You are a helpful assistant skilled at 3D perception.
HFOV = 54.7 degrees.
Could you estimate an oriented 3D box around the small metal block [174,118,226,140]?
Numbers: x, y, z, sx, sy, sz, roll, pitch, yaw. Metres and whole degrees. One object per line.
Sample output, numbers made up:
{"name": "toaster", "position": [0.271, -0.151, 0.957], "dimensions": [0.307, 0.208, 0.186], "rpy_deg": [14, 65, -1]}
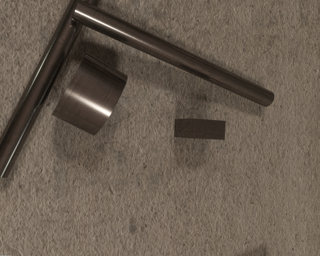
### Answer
{"name": "small metal block", "position": [0.052, 0.002, 0.416], "dimensions": [0.050, 0.050, 0.025], "rpy_deg": [3, 89, -20]}

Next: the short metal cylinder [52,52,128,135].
{"name": "short metal cylinder", "position": [-0.079, -0.038, 0.351], "dimensions": [0.050, 0.080, 0.080], "rpy_deg": [29, 80, -18]}

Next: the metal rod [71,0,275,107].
{"name": "metal rod", "position": [0.035, -0.088, 0.409], "dimensions": [0.302, 0.025, 0.025], "rpy_deg": [19, 84, -25]}

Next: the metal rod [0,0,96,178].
{"name": "metal rod", "position": [-0.122, -0.085, 0.363], "dimensions": [0.025, 0.025, 0.299], "rpy_deg": [26, 81, -19]}
